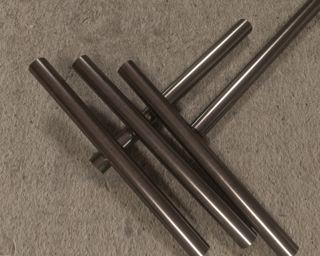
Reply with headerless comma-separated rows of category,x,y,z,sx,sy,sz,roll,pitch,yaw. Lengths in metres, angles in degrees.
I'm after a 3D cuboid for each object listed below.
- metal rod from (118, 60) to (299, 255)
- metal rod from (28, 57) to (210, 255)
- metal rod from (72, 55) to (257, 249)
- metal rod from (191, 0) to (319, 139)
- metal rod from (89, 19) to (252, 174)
metal rod,0.052,0.033,0.379,0.025,0.025,0.300,-39,81,-13
metal rod,-0.052,0.033,0.370,0.025,0.025,0.300,-41,85,-14
metal rod,0.001,0.024,0.378,0.025,0.025,0.300,-42,84,-14
metal rod,0.148,-0.098,0.445,0.025,0.025,0.301,41,75,13
metal rod,0.024,-0.052,0.427,0.025,0.025,0.301,42,75,13
